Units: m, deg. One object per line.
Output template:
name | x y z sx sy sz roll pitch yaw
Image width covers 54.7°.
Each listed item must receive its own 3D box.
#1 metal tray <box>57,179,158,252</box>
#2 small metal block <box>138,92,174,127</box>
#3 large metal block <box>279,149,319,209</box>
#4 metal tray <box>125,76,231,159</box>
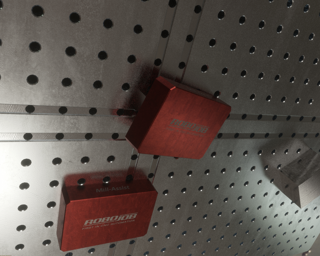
metal tray | -0.075 0.123 0.445 0.131 0.030 0.089 -1 119 -29
small metal block | 0.000 -0.019 0.401 0.050 0.025 0.050 -3 120 -28
large metal block | 0.293 0.102 0.623 0.080 0.050 0.080 -32 129 -8
metal tray | 0.029 -0.007 0.404 0.131 0.030 0.089 11 113 -47
